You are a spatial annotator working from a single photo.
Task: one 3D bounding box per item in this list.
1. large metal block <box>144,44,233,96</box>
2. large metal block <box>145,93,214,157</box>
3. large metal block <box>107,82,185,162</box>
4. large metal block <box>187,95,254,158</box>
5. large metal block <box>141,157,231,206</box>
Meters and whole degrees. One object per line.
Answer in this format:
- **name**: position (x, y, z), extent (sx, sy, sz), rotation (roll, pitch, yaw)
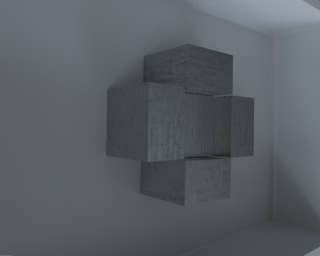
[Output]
- **large metal block**: position (0.036, -0.068, 0.398), extent (0.081, 0.080, 0.050), rotation (1, 90, -40)
- **large metal block**: position (0.025, -0.003, 0.408), extent (0.081, 0.050, 0.080), rotation (1, 90, -40)
- **large metal block**: position (-0.018, -0.006, 0.354), extent (0.050, 0.080, 0.080), rotation (1, 90, -40)
- **large metal block**: position (0.084, -0.002, 0.440), extent (0.050, 0.080, 0.080), rotation (1, 90, -40)
- **large metal block**: position (0.033, 0.062, 0.396), extent (0.081, 0.080, 0.050), rotation (2, 89, -40)
